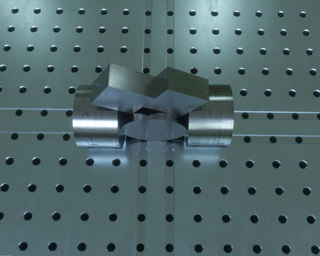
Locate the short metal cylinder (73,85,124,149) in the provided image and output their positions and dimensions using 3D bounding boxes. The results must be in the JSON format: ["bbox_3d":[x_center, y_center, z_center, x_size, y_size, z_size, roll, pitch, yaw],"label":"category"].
[{"bbox_3d":[-0.072,-0.014,0.386,0.050,0.080,0.080,1,70,1],"label":"short metal cylinder"}]

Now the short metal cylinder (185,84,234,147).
[{"bbox_3d":[0.059,-0.015,0.388,0.050,0.080,0.080,0,70,1],"label":"short metal cylinder"}]

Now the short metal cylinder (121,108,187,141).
[{"bbox_3d":[-0.007,-0.019,0.389,0.081,0.080,0.050,1,70,0],"label":"short metal cylinder"}]

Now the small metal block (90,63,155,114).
[{"bbox_3d":[-0.040,-0.040,0.326,0.050,0.050,0.025,12,67,-29],"label":"small metal block"}]

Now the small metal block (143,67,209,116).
[{"bbox_3d":[0.017,-0.037,0.330,0.050,0.050,0.025,12,67,-29],"label":"small metal block"}]
